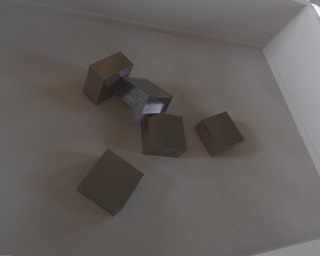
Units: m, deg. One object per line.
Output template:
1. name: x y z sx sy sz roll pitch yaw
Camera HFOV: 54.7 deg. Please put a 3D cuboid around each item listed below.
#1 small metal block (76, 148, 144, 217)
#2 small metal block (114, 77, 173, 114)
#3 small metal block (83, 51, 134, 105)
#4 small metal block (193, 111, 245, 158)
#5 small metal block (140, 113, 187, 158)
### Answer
1. small metal block: -0.054 0.059 0.340 0.050 0.025 0.050 37 51 -4
2. small metal block: -0.020 -0.042 0.398 0.050 0.025 0.050 37 24 28
3. small metal block: -0.066 -0.063 0.391 0.025 0.050 0.050 45 51 9
4. small metal block: 0.085 0.008 0.446 0.050 0.025 0.050 -18 71 -35
5. small metal block: 0.004 0.009 0.402 0.050 0.025 0.050 9 58 -24
